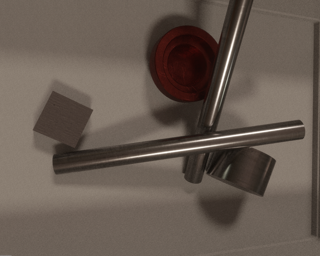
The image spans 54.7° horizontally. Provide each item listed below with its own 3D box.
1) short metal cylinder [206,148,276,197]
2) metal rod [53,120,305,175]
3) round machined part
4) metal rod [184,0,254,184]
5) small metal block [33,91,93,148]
[{"bbox_3d":[0.110,0.055,0.424,0.080,0.080,0.050,26,82,-19],"label":"short metal cylinder"},{"bbox_3d":[0.026,0.023,0.377,0.302,0.025,0.025,-8,93,-4],"label":"metal rod"},{"bbox_3d":[0.032,-0.083,0.414,0.099,0.042,0.097,0,90,-21],"label":"round machined part"},{"bbox_3d":[0.074,-0.064,0.372,0.025,0.025,0.298,2,115,-20],"label":"metal rod"},{"bbox_3d":[-0.115,-0.010,0.368,0.050,0.025,0.050,27,81,-19],"label":"small metal block"}]
